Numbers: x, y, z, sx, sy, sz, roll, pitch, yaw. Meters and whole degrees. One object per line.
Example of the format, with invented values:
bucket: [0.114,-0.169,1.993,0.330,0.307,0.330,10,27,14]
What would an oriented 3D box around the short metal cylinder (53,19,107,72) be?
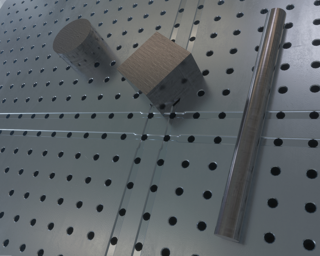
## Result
short metal cylinder: [-0.144,-0.149,0.560,0.080,0.050,0.080,-13,56,21]

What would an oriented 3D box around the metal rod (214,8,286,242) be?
metal rod: [0.112,-0.022,0.363,0.025,0.025,0.300,6,64,30]

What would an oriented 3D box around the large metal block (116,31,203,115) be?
large metal block: [-0.001,-0.079,0.441,0.080,0.050,0.080,-44,51,-2]
